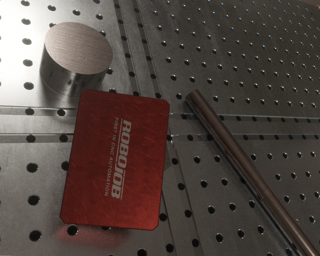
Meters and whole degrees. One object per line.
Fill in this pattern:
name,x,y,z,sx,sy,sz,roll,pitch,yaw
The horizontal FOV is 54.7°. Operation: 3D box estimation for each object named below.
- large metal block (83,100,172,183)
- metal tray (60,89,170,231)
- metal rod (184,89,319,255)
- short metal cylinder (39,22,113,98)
large metal block,-0.041,0.017,0.361,0.081,0.050,0.080,1,61,-28
metal tray,-0.042,0.031,0.313,0.091,0.030,0.129,7,76,-7
metal rod,0.132,0.070,0.438,0.025,0.025,0.299,-27,77,-37
short metal cylinder,-0.105,-0.085,0.388,0.081,0.050,0.080,14,56,-21
